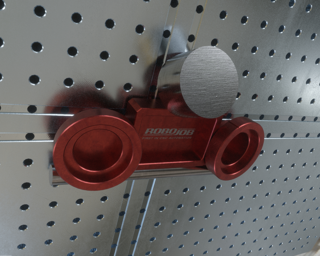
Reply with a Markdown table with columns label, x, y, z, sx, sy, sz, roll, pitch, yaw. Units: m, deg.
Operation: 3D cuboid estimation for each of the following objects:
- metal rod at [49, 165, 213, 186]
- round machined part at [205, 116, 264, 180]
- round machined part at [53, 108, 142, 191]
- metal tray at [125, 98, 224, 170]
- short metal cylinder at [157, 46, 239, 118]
| label | x | y | z | sx | sy | sz | roll | pitch | yaw |
| --- | --- | --- | --- | --- | --- | --- | --- | --- | --- |
| metal rod | 0.001 | 0.059 | 0.444 | 0.303 | 0.025 | 0.025 | 1 | 118 | -29 |
| round machined part | 0.105 | 0.026 | 0.463 | 0.099 | 0.042 | 0.097 | -19 | 127 | -27 |
| round machined part | -0.074 | 0.022 | 0.362 | 0.099 | 0.042 | 0.097 | -8 | 118 | -16 |
| metal tray | 0.014 | 0.009 | 0.416 | 0.131 | 0.030 | 0.089 | 0 | 119 | -29 |
| short metal cylinder | 0.044 | -0.051 | 0.364 | 0.081 | 0.050 | 0.079 | -1 | 93 | -29 |
